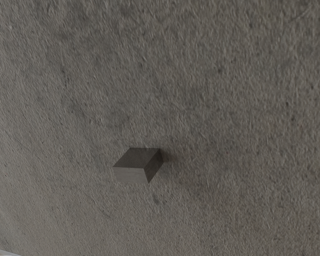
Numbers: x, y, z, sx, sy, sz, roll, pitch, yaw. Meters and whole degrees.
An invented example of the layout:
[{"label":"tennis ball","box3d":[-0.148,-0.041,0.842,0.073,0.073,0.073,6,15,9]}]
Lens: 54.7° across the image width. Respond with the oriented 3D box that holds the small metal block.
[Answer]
[{"label":"small metal block","box3d":[-0.030,0.052,0.437,0.050,0.050,0.025,-1,118,28]}]
